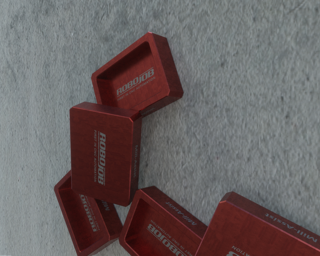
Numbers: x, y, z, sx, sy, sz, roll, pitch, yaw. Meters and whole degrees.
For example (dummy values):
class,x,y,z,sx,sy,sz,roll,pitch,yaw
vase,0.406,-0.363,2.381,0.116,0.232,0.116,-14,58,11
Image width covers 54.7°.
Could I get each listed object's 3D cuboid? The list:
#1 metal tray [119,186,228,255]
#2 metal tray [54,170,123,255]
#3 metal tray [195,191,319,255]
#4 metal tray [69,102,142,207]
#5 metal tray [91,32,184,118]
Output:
class,x,y,z,sx,sy,sz,roll,pitch,yaw
metal tray,0.010,0.145,0.391,0.130,0.030,0.089,31,109,35
metal tray,-0.117,0.129,0.495,0.090,0.030,0.130,-42,65,31
metal tray,0.104,0.131,0.293,0.130,0.030,0.089,26,107,20
metal tray,-0.075,0.036,0.422,0.090,0.030,0.129,11,112,16
metal tray,-0.037,-0.060,0.429,0.130,0.030,0.090,-25,74,36
